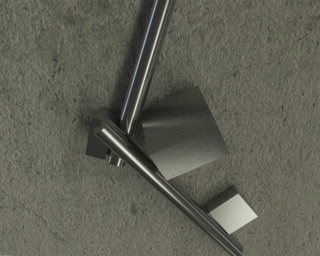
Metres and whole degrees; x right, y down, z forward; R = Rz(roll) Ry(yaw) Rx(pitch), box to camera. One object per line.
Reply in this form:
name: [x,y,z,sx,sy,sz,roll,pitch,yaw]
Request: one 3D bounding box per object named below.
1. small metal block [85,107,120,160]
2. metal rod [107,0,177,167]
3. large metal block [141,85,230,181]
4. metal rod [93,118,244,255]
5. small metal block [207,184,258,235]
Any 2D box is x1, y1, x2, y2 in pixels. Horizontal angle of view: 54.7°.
small metal block: [-0.072,0.006,0.397,0.025,0.050,0.050,15,109,-1]
metal rod: [-0.011,-0.093,0.364,0.025,0.025,0.298,17,105,-7]
large metal block: [0.027,0.005,0.376,0.080,0.080,0.050,-24,130,8]
metal rod: [0.026,0.095,0.416,0.025,0.025,0.300,-38,117,12]
small metal block: [0.106,0.120,0.456,0.050,0.025,0.050,-38,106,12]
